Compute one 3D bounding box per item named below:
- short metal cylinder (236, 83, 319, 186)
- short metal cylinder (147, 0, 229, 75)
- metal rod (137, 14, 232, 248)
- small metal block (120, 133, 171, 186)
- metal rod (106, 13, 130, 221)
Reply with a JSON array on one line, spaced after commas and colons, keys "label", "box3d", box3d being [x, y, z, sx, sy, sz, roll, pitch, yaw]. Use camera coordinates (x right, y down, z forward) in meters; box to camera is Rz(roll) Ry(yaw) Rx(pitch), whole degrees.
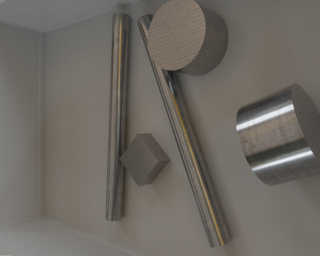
[{"label": "short metal cylinder", "box3d": [0.112, 0.007, 0.278, 0.050, 0.081, 0.080, -25, 74, 37]}, {"label": "short metal cylinder", "box3d": [0.032, -0.104, 0.363, 0.080, 0.050, 0.079, 0, 90, 39]}, {"label": "metal rod", "box3d": [0.025, -0.008, 0.384, 0.025, 0.025, 0.299, -28, 73, 36]}, {"label": "small metal block", "box3d": [-0.021, 0.043, 0.422, 0.050, 0.025, 0.050, 51, 120, 27]}, {"label": "metal rod", "box3d": [-0.062, -0.014, 0.455, 0.025, 0.025, 0.298, 4, 93, 39]}]
